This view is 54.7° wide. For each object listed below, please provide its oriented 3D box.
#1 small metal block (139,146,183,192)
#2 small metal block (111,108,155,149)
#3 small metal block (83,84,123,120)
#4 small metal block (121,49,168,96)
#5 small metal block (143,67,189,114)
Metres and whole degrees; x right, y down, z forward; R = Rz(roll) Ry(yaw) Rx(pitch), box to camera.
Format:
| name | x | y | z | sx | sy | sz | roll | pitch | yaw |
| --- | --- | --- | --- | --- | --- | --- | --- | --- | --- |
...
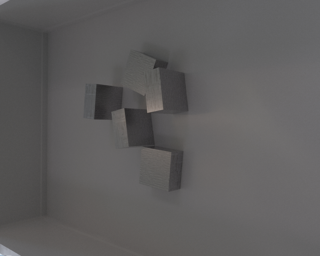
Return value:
| name | x | y | z | sx | sy | sz | roll | pitch | yaw |
| --- | --- | --- | --- | --- | --- | --- | --- | --- | --- |
| small metal block | 0.001 | 0.052 | 0.406 | 0.050 | 0.025 | 0.050 | 7 | 95 | 39 |
| small metal block | -0.036 | 0.001 | 0.420 | 0.025 | 0.050 | 0.050 | -12 | 82 | 39 |
| small metal block | -0.084 | -0.038 | 0.460 | 0.025 | 0.050 | 0.050 | 8 | 95 | 40 |
| small metal block | -0.022 | -0.075 | 0.425 | 0.050 | 0.025 | 0.050 | 30 | 109 | 36 |
| small metal block | 0.008 | -0.044 | 0.384 | 0.025 | 0.050 | 0.050 | -10 | 84 | 40 |
